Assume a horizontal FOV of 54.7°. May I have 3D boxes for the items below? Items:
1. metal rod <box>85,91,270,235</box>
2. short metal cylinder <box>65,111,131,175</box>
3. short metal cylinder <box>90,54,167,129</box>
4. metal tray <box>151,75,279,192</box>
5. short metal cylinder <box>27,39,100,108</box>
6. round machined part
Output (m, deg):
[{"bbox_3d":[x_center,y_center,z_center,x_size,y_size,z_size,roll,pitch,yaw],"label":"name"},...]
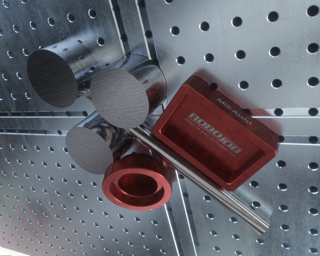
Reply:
[{"bbox_3d":[0.023,0.043,0.426,0.300,0.025,0.025,38,129,2],"label":"metal rod"},{"bbox_3d":[-0.090,0.021,0.455,0.080,0.050,0.079,13,124,21],"label":"short metal cylinder"},{"bbox_3d":[-0.039,-0.046,0.386,0.080,0.050,0.079,13,124,21],"label":"short metal cylinder"},{"bbox_3d":[0.064,0.009,0.379,0.130,0.030,0.089,37,130,3],"label":"metal tray"},{"bbox_3d":[-0.129,-0.074,0.418,0.080,0.050,0.079,13,124,21],"label":"short metal cylinder"},{"bbox_3d":[-0.031,0.074,0.449,0.099,0.042,0.097,2,132,2],"label":"round machined part"}]
